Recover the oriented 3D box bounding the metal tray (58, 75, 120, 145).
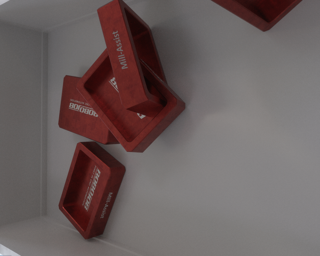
[{"bbox_3d":[-0.109,-0.032,0.494,0.130,0.030,0.089,16,100,39],"label":"metal tray"}]

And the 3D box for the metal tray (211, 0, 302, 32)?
[{"bbox_3d":[0.092,-0.138,0.262,0.090,0.131,0.030,-42,65,32],"label":"metal tray"}]

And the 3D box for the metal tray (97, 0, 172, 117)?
[{"bbox_3d":[-0.027,-0.081,0.383,0.030,0.090,0.129,-21,76,19],"label":"metal tray"}]

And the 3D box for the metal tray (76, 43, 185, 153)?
[{"bbox_3d":[-0.041,-0.043,0.405,0.090,0.030,0.130,-46,68,13],"label":"metal tray"}]

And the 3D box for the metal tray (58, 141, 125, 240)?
[{"bbox_3d":[-0.112,0.098,0.496,0.090,0.030,0.129,33,110,35],"label":"metal tray"}]
